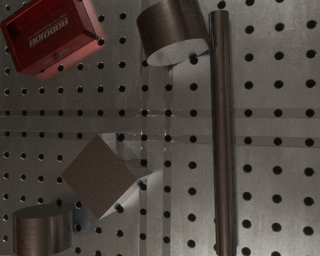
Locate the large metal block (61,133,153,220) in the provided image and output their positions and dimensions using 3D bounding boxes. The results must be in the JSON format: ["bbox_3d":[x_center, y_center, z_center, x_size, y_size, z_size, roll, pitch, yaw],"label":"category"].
[{"bbox_3d":[-0.072,0.063,0.424,0.080,0.050,0.080,46,104,14],"label":"large metal block"}]

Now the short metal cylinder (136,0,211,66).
[{"bbox_3d":[0.017,-0.114,0.377,0.080,0.080,0.050,-17,85,19],"label":"short metal cylinder"}]

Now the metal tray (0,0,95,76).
[{"bbox_3d":[-0.172,-0.148,0.468,0.130,0.030,0.090,-25,82,17],"label":"metal tray"}]

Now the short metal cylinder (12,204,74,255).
[{"bbox_3d":[-0.165,0.142,0.440,0.080,0.080,0.050,-1,90,19],"label":"short metal cylinder"}]

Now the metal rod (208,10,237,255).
[{"bbox_3d":[0.078,0.006,0.384,0.025,0.025,0.298,-2,89,19],"label":"metal rod"}]
